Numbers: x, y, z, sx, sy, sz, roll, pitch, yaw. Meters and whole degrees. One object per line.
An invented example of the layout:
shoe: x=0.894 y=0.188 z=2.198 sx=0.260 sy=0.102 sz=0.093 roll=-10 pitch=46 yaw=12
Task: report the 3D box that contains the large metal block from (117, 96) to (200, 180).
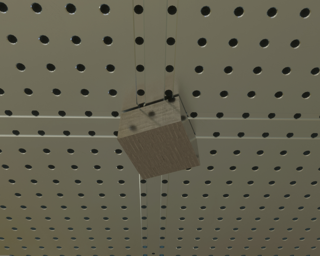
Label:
large metal block: x=0.000 y=0.015 z=0.404 sx=0.080 sy=0.050 sz=0.080 roll=-16 pitch=129 yaw=13
